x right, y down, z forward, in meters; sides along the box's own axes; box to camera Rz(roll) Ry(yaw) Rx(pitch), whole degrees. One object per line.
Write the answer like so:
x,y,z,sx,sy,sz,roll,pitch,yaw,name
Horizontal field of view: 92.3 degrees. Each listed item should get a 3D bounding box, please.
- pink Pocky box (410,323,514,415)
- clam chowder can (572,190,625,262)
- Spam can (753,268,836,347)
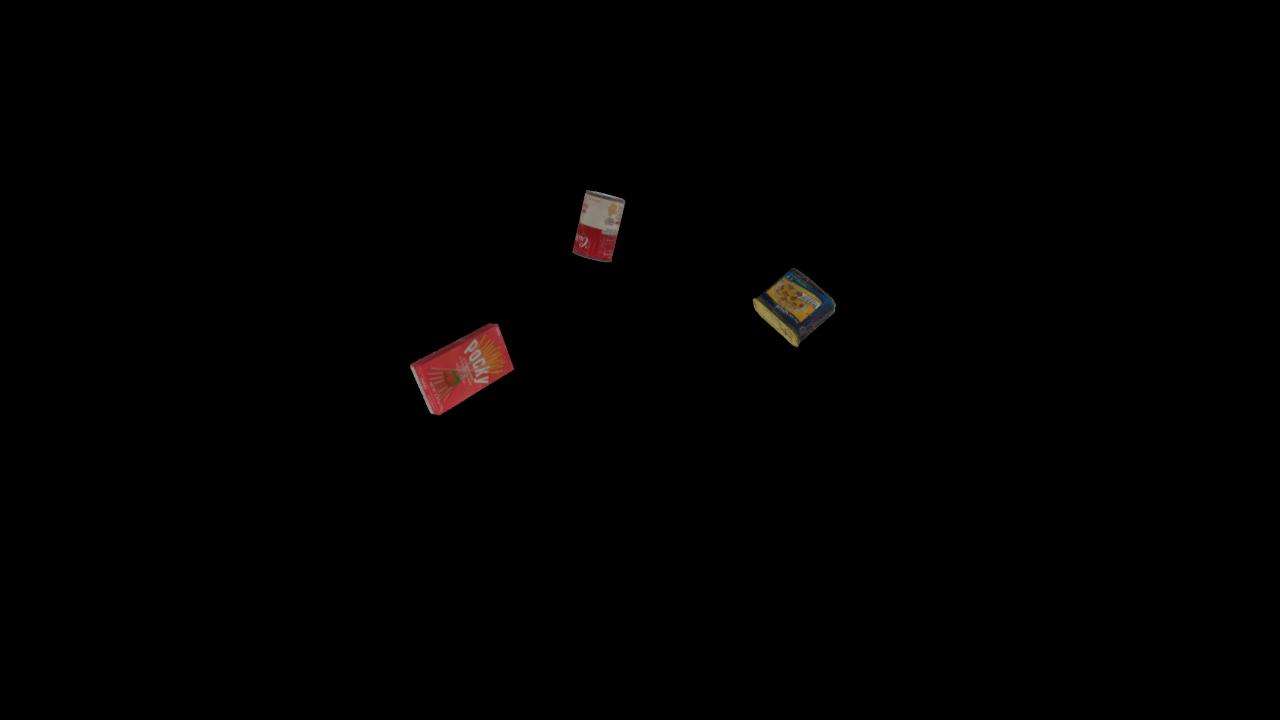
-0.270,0.011,0.951,0.029,0.084,0.155,5,29,40,pink Pocky box
-0.066,-0.217,0.998,0.068,0.102,0.068,14,17,-4,clam chowder can
0.247,-0.086,0.984,0.085,0.101,0.058,-41,-26,-4,Spam can
